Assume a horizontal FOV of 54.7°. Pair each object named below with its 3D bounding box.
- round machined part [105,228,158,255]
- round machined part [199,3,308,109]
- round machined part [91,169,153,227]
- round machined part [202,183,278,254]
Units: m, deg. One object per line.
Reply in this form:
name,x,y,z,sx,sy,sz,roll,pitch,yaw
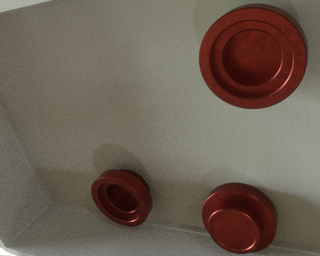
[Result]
round machined part,-0.045,0.220,0.559,0.098,0.042,0.097,13,124,20
round machined part,0.092,-0.071,0.305,0.098,0.042,0.097,13,124,20
round machined part,-0.055,0.105,0.490,0.098,0.042,0.097,13,124,20
round machined part,0.102,0.126,0.412,0.098,0.042,0.097,10,114,23
